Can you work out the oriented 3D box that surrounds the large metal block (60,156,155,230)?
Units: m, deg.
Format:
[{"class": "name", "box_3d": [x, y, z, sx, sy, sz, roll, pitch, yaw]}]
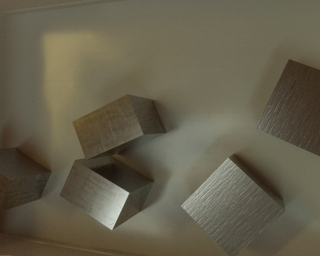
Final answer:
[{"class": "large metal block", "box_3d": [-0.065, 0.078, 0.403, 0.080, 0.080, 0.050, 27, 99, 17]}]

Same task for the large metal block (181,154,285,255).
[{"class": "large metal block", "box_3d": [0.086, 0.089, 0.366, 0.080, 0.050, 0.080, 44, 103, 14]}]

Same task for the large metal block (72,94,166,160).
[{"class": "large metal block", "box_3d": [-0.049, 0.000, 0.397, 0.080, 0.080, 0.050, -24, 82, 18]}]

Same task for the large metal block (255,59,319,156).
[{"class": "large metal block", "box_3d": [0.162, -0.019, 0.340, 0.080, 0.050, 0.080, 26, 98, 17]}]

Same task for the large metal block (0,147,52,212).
[{"class": "large metal block", "box_3d": [-0.226, 0.072, 0.459, 0.080, 0.080, 0.050, 29, 100, 17]}]
